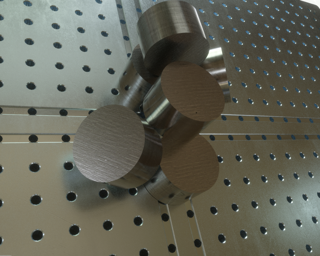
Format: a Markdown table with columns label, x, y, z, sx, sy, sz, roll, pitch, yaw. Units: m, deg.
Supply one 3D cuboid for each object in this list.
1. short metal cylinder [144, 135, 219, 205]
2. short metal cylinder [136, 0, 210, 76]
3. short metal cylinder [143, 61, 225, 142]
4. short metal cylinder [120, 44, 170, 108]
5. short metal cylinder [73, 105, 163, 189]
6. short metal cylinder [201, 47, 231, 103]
| label | x | y | z | sx | sy | sz | roll | pitch | yaw |
| --- | --- | --- | --- | --- | --- | --- | --- | --- | --- |
| short metal cylinder | 0.023 | 0.047 | 0.375 | 0.081 | 0.050 | 0.080 | 14 | 57 | -21 |
| short metal cylinder | 0.015 | -0.107 | 0.380 | 0.081 | 0.080 | 0.050 | 0 | 62 | -28 |
| short metal cylinder | 0.027 | -0.030 | 0.360 | 0.081 | 0.050 | 0.080 | 14 | 56 | -21 |
| short metal cylinder | -0.010 | -0.073 | 0.431 | 0.081 | 0.050 | 0.080 | 13 | 57 | -21 |
| short metal cylinder | -0.044 | 0.021 | 0.329 | 0.050 | 0.080 | 0.080 | 42 | 29 | -63 |
| short metal cylinder | 0.069 | -0.071 | 0.444 | 0.050 | 0.080 | 0.080 | -11 | 60 | 12 |
